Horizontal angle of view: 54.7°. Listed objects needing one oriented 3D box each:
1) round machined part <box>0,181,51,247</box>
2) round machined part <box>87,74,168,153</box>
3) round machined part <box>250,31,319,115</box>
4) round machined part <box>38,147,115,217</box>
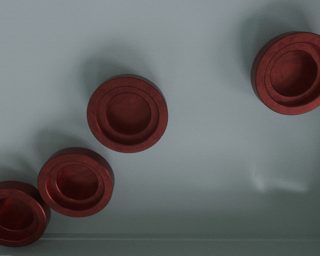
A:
[{"bbox_3d":[-0.206,0.117,0.443,0.099,0.042,0.097,0,110,-1],"label":"round machined part"},{"bbox_3d":[-0.039,-0.021,0.394,0.099,0.042,0.097,0,110,-1],"label":"round machined part"},{"bbox_3d":[0.160,-0.068,0.379,0.099,0.042,0.097,0,110,-1],"label":"round machined part"},{"bbox_3d":[-0.112,0.070,0.427,0.099,0.042,0.097,0,110,-1],"label":"round machined part"}]
